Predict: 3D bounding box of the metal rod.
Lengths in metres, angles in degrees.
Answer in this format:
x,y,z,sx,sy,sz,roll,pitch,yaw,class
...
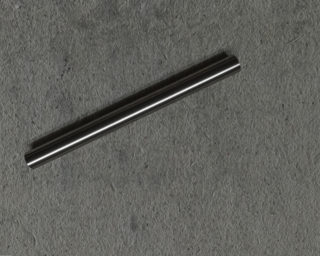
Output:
x,y,z,sx,sy,sz,roll,pitch,yaw,class
-0.035,-0.021,0.409,0.301,0.025,0.025,-25,90,0,metal rod
